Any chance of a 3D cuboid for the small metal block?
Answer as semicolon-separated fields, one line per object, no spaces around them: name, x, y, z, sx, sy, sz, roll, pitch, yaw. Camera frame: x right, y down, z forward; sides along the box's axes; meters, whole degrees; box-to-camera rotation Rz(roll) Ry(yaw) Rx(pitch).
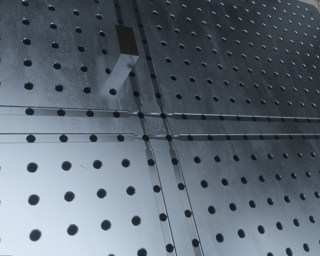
small metal block;-0.054;-0.104;0.428;0.025;0.050;0.050;1;61;-28
